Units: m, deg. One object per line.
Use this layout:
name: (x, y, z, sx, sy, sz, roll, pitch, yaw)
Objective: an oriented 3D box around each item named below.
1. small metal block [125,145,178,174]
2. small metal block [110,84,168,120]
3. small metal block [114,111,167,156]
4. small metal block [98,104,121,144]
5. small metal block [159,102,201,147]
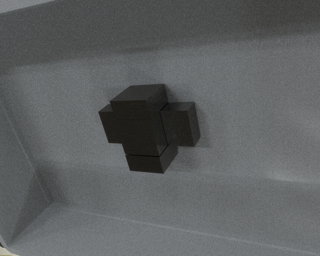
small metal block: (-0.010, 0.035, 0.415, 0.050, 0.050, 0.025, 1, 119, 27)
small metal block: (-0.025, -0.033, 0.382, 0.050, 0.050, 0.025, 1, 119, 27)
small metal block: (-0.023, 0.006, 0.389, 0.050, 0.025, 0.050, 1, 119, 27)
small metal block: (-0.051, -0.006, 0.429, 0.050, 0.025, 0.050, 1, 119, 28)
small metal block: (0.020, -0.005, 0.393, 0.050, 0.025, 0.050, 1, 119, 27)
